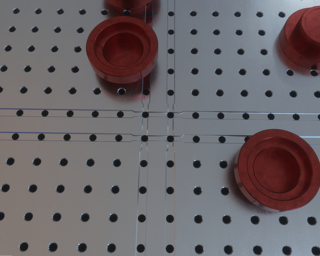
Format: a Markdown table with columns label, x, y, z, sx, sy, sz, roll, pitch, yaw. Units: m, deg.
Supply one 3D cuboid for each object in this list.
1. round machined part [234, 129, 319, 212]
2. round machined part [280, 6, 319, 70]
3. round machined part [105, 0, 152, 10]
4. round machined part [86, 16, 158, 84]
| label | x | y | z | sx | sy | sz | roll | pitch | yaw |
| --- | --- | --- | --- | --- | --- | --- | --- | --- | --- |
| round machined part | 0.141 | 0.054 | 0.384 | 0.099 | 0.042 | 0.098 | 0 | 70 | 0 |
| round machined part | 0.233 | -0.138 | 0.455 | 0.099 | 0.042 | 0.098 | 0 | 70 | 0 |
| round machined part | -0.048 | -0.226 | 0.485 | 0.099 | 0.042 | 0.098 | 0 | 70 | 0 |
| round machined part | -0.051 | -0.106 | 0.441 | 0.099 | 0.042 | 0.098 | 0 | 70 | 0 |
